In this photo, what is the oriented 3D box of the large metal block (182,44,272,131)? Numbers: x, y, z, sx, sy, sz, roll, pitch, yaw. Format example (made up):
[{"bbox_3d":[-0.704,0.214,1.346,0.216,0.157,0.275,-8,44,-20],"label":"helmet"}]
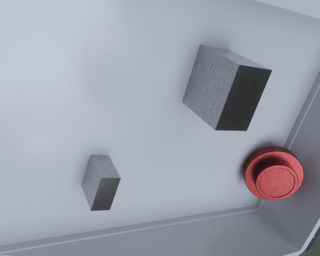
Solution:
[{"bbox_3d":[0.079,-0.051,0.387,0.050,0.080,0.079,1,118,-30],"label":"large metal block"}]

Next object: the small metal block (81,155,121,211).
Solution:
[{"bbox_3d":[-0.076,0.069,0.395,0.025,0.050,0.050,7,115,-32],"label":"small metal block"}]

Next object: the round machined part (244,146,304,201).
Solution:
[{"bbox_3d":[0.195,0.083,0.530,0.099,0.042,0.097,2,111,6],"label":"round machined part"}]
